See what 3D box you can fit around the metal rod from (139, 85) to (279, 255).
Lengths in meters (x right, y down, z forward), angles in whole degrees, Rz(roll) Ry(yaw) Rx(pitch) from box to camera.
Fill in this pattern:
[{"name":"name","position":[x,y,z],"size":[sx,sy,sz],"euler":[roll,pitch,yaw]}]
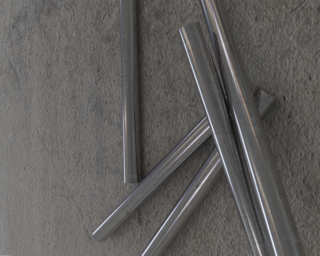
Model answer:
[{"name":"metal rod","position":[0.040,0.082,0.372],"size":[0.025,0.025,0.298],"euler":[45,117,31]}]

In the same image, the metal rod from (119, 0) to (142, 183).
[{"name":"metal rod","position":[-0.042,-0.073,0.440],"size":[0.025,0.025,0.298],"euler":[-3,88,40]}]

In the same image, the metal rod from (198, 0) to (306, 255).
[{"name":"metal rod","position":[0.081,-0.023,0.304],"size":[0.025,0.025,0.299],"euler":[-27,64,37]}]

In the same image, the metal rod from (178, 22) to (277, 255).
[{"name":"metal rod","position":[0.076,0.038,0.313],"size":[0.025,0.025,0.299],"euler":[-20,86,38]}]

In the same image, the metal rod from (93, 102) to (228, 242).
[{"name":"metal rod","position":[-0.006,0.068,0.410],"size":[0.299,0.025,0.025],"euler":[-48,62,29]}]
